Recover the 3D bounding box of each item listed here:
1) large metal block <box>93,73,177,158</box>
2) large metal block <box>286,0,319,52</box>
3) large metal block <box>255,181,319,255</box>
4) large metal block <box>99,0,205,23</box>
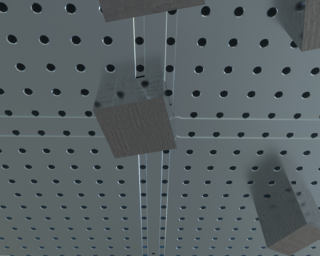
[{"bbox_3d":[-0.027,-0.013,0.384,0.080,0.050,0.080,-10,130,8],"label":"large metal block"},{"bbox_3d":[0.169,-0.127,0.290,0.080,0.050,0.080,-10,130,7],"label":"large metal block"},{"bbox_3d":[0.211,0.147,0.504,0.050,0.080,0.080,25,126,-20],"label":"large metal block"},{"bbox_3d":[-0.009,-0.135,0.260,0.080,0.080,0.050,-8,130,6],"label":"large metal block"}]
